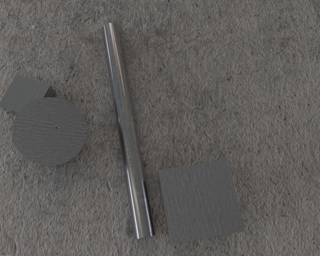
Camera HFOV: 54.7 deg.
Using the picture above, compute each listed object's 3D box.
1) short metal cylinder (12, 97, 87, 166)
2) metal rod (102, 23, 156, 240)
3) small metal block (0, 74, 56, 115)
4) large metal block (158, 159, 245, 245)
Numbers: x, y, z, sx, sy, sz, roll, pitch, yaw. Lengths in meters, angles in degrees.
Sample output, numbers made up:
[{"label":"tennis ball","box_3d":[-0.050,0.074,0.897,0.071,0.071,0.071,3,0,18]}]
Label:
[{"label":"short metal cylinder","box_3d":[-0.132,0.007,0.379,0.081,0.050,0.080,2,81,-16]},{"label":"metal rod","box_3d":[-0.046,-0.010,0.411,0.025,0.025,0.299,-10,70,-4]},{"label":"small metal block","box_3d":[-0.179,-0.039,0.421,0.050,0.025,0.050,19,71,6]},{"label":"large metal block","box_3d":[0.044,0.087,0.363,0.081,0.050,0.080,-9,70,-3]}]
